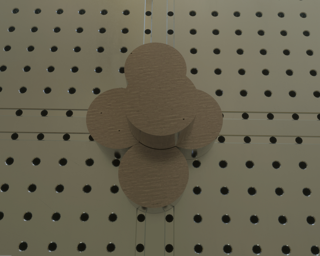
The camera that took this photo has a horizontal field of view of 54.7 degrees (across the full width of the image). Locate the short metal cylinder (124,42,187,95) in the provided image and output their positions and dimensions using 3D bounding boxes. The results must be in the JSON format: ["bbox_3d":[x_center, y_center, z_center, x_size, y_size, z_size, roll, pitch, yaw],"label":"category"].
[{"bbox_3d":[-0.006,-0.068,0.423,0.081,0.050,0.080,0,70,-1],"label":"short metal cylinder"}]

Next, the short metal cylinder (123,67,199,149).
[{"bbox_3d":[0.001,-0.021,0.352,0.081,0.050,0.080,0,70,0],"label":"short metal cylinder"}]

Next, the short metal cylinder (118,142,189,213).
[{"bbox_3d":[-0.007,0.060,0.376,0.081,0.050,0.080,0,68,0],"label":"short metal cylinder"}]

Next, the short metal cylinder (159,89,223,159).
[{"bbox_3d":[0.036,-0.004,0.399,0.081,0.050,0.080,0,70,0],"label":"short metal cylinder"}]

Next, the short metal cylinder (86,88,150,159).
[{"bbox_3d":[-0.049,-0.005,0.400,0.081,0.050,0.080,0,70,0],"label":"short metal cylinder"}]
